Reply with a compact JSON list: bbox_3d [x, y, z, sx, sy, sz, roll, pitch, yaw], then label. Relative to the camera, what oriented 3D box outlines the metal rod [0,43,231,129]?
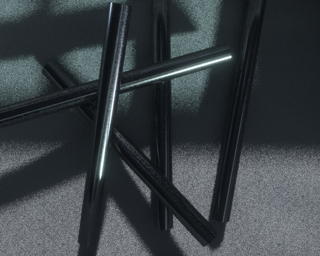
[{"bbox_3d":[-0.059,-0.052,0.380,0.302,0.025,0.025,-17,90,-4],"label":"metal rod"}]

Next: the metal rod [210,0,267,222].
[{"bbox_3d":[0.105,-0.026,0.412,0.025,0.025,0.298,10,90,-1],"label":"metal rod"}]

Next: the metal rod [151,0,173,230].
[{"bbox_3d":[0.003,-0.018,0.411,0.025,0.025,0.298,-1,90,-1],"label":"metal rod"}]

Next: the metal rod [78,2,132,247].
[{"bbox_3d":[-0.069,0.009,0.370,0.025,0.025,0.298,11,106,-1],"label":"metal rod"}]

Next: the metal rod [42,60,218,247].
[{"bbox_3d":[-0.042,0.027,0.392,0.025,0.025,0.300,-44,83,0],"label":"metal rod"}]
